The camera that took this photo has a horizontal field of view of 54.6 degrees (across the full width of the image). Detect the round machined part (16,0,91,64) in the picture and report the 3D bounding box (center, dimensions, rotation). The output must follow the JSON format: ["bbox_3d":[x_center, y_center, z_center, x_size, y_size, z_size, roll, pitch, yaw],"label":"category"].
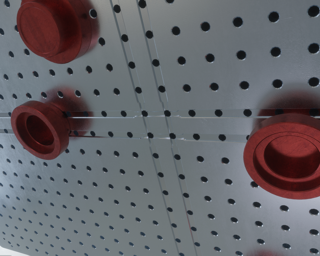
[{"bbox_3d":[-0.141,-0.129,0.396,0.098,0.042,0.097,13,124,21],"label":"round machined part"}]

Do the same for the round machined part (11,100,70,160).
[{"bbox_3d":[-0.186,0.000,0.499,0.098,0.042,0.097,13,124,21],"label":"round machined part"}]

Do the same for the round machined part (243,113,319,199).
[{"bbox_3d":[0.146,0.027,0.340,0.098,0.042,0.097,13,124,21],"label":"round machined part"}]
